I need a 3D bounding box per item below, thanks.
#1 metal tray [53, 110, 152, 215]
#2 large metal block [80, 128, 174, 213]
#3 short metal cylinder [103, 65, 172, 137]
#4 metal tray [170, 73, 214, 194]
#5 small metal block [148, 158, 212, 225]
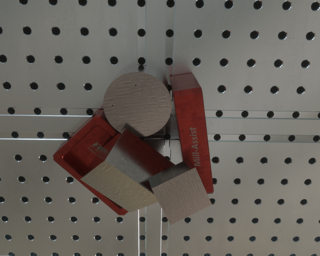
[{"bbox_3d":[-0.066,0.050,0.427,0.090,0.030,0.130,-41,106,13],"label":"metal tray"},{"bbox_3d":[-0.040,0.056,0.387,0.080,0.050,0.080,38,141,-14],"label":"large metal block"},{"bbox_3d":[-0.026,-0.035,0.387,0.081,0.050,0.079,0,110,-1],"label":"short metal cylinder"},{"bbox_3d":[0.038,0.006,0.381,0.030,0.090,0.129,-9,110,3],"label":"metal tray"},{"bbox_3d":[0.022,0.069,0.339,0.050,0.025,0.050,-26,109,-3],"label":"small metal block"}]
